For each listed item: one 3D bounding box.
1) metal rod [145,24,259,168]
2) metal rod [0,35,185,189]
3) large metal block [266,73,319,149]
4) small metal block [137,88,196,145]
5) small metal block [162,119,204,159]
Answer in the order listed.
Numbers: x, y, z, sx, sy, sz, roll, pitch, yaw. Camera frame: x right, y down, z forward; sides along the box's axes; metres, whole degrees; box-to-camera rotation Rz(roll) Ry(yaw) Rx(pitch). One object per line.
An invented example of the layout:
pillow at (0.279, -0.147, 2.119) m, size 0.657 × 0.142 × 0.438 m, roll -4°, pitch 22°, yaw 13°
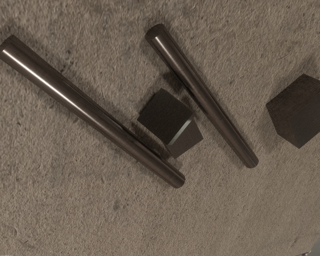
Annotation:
metal rod at (0.075, -0.024, 0.435) m, size 0.025 × 0.025 × 0.300 m, roll -44°, pitch 130°, yaw 2°
metal rod at (-0.057, 0.003, 0.378) m, size 0.025 × 0.025 × 0.300 m, roll -45°, pitch 130°, yaw 3°
large metal block at (0.230, -0.027, 0.503) m, size 0.080 × 0.050 × 0.080 m, roll -40°, pitch 130°, yaw -2°
small metal block at (0.009, -0.014, 0.385) m, size 0.050 × 0.050 × 0.025 m, roll -52°, pitch 167°, yaw 8°
small metal block at (0.026, 0.007, 0.427) m, size 0.050 × 0.025 × 0.050 m, roll -35°, pitch 129°, yaw -5°
